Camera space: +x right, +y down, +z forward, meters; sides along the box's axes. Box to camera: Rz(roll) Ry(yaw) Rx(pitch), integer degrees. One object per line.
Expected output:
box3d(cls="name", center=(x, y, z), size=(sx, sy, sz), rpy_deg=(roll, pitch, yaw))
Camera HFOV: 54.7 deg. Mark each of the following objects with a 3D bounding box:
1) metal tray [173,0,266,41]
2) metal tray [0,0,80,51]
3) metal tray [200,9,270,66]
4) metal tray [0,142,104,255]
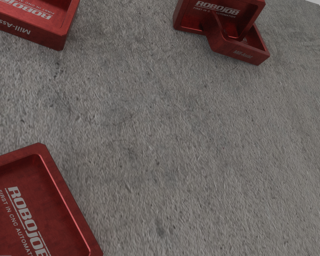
box3d(cls="metal tray", center=(0.096, -0.197, 0.520), size=(0.131, 0.090, 0.030), rpy_deg=(7, 58, -14))
box3d(cls="metal tray", center=(-0.179, -0.162, 0.402), size=(0.131, 0.030, 0.090), rpy_deg=(18, 55, -18))
box3d(cls="metal tray", center=(0.136, -0.169, 0.562), size=(0.131, 0.030, 0.090), rpy_deg=(5, 59, -37))
box3d(cls="metal tray", center=(-0.123, 0.087, 0.281), size=(0.091, 0.030, 0.130), rpy_deg=(-23, 74, -36))
